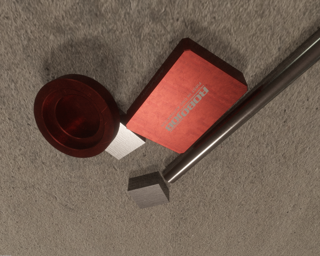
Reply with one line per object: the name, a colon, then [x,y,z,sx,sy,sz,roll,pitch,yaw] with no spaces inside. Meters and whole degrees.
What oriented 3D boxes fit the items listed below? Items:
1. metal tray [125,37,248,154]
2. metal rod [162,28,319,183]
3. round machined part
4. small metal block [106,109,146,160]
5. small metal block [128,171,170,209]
metal tray: [0.028,-0.032,0.377,0.090,0.030,0.129,27,125,-22]
metal rod: [0.103,-0.019,0.392,0.025,0.025,0.299,29,124,-23]
round machined part: [-0.093,-0.017,0.367,0.098,0.042,0.097,6,116,13]
small metal block: [-0.055,0.010,0.415,0.050,0.025,0.050,-34,123,25]
small metal block: [-0.017,0.100,0.492,0.050,0.025,0.050,-16,129,12]
